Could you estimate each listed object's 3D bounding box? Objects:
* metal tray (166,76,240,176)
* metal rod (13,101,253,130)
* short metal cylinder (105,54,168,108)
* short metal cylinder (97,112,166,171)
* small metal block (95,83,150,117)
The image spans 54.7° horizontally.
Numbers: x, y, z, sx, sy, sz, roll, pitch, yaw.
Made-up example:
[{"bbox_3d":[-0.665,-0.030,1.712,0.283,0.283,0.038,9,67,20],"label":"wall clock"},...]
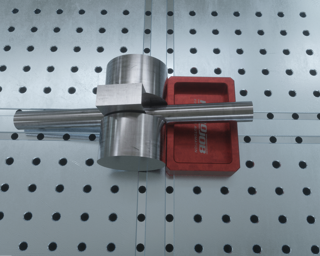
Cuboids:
[{"bbox_3d":[0.054,-0.004,0.411,0.091,0.030,0.130,1,70,0],"label":"metal tray"},{"bbox_3d":[-0.039,-0.015,0.392,0.301,0.025,0.025,-2,70,8],"label":"metal rod"},{"bbox_3d":[-0.030,-0.052,0.399,0.081,0.080,0.050,1,70,0],"label":"short metal cylinder"},{"bbox_3d":[-0.033,0.019,0.375,0.081,0.080,0.050,1,70,0],"label":"short metal cylinder"},{"bbox_3d":[-0.041,-0.028,0.358,0.050,0.050,0.025,-2,70,8],"label":"small metal block"}]
